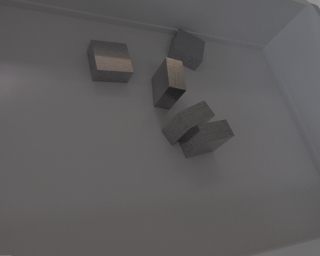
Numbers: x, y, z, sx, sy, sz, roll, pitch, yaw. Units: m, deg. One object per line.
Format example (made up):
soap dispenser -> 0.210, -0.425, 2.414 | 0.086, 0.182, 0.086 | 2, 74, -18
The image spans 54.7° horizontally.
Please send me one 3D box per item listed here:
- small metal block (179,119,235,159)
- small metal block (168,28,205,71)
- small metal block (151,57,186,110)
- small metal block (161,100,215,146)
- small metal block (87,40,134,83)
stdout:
small metal block -> 0.061, 0.015, 0.413 | 0.050, 0.050, 0.025 | -10, 67, -33
small metal block -> 0.044, -0.129, 0.507 | 0.050, 0.025, 0.050 | 23, 53, -15
small metal block -> 0.011, -0.061, 0.433 | 0.025, 0.050, 0.050 | 9, 58, -23
small metal block -> 0.037, -0.006, 0.413 | 0.050, 0.050, 0.025 | -26, 76, -37
small metal block -> -0.069, -0.090, 0.424 | 0.050, 0.025, 0.050 | -1, 63, -29
